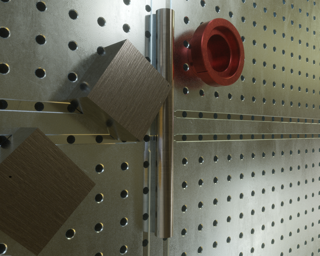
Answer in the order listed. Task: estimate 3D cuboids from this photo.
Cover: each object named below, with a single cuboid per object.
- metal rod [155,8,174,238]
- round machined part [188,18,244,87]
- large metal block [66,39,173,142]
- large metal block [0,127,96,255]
[{"bbox_3d":[0.006,-0.006,0.414,0.025,0.025,0.298,0,90,-40],"label":"metal rod"},{"bbox_3d":[0.080,-0.110,0.465,0.099,0.042,0.097,0,90,-40],"label":"round machined part"},{"bbox_3d":[-0.044,-0.040,0.356,0.080,0.050,0.080,43,64,-32],"label":"large metal block"},{"bbox_3d":[-0.123,0.056,0.290,0.080,0.050,0.080,-52,121,-27],"label":"large metal block"}]
